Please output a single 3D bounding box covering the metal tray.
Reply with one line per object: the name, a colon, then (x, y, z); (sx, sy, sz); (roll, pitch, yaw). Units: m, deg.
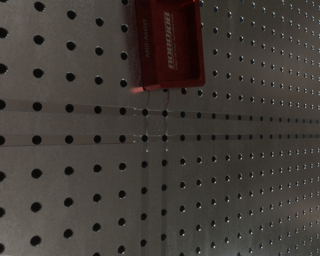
metal tray: (0.017, -0.119, 0.421); (0.091, 0.030, 0.129); (-9, 96, -40)
